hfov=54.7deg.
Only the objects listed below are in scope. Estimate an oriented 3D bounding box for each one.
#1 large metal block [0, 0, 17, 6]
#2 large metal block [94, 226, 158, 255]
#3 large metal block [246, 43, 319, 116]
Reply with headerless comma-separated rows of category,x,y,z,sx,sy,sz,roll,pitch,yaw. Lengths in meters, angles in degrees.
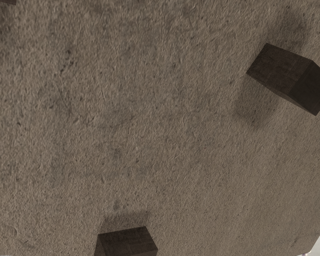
large metal block,-0.144,-0.127,0.214,0.081,0.080,0.050,4,117,-31
large metal block,-0.058,0.209,0.490,0.081,0.050,0.079,0,119,-29
large metal block,0.183,-0.068,0.432,0.080,0.080,0.050,22,106,-37
